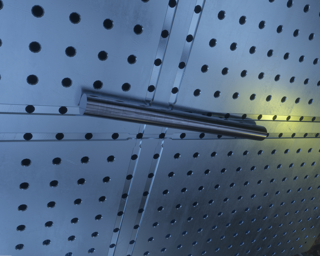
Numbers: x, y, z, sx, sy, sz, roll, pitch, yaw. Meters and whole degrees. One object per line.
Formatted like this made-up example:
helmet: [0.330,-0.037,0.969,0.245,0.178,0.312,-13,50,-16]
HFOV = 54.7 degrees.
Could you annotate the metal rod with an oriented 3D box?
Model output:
metal rod: [0.040,-0.009,0.429,0.302,0.025,0.025,8,114,-32]
